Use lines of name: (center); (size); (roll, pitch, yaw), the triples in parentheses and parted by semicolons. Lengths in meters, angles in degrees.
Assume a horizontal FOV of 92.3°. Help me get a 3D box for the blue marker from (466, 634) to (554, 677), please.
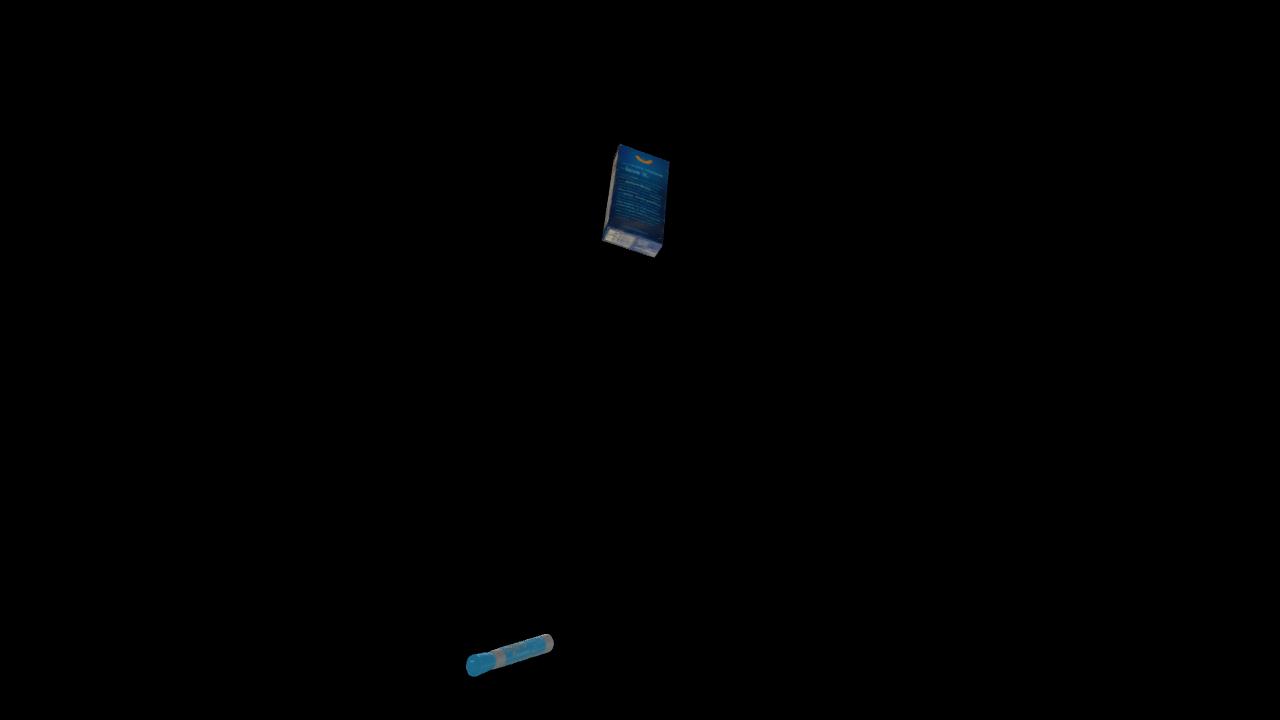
blue marker: (-0.129, 0.294, 0.614); (0.020, 0.020, 0.121); (0, -12, 28)

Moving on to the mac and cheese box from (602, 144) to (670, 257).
mac and cheese box: (-0.005, -0.259, 0.995); (0.093, 0.184, 0.041); (14, -31, -14)
